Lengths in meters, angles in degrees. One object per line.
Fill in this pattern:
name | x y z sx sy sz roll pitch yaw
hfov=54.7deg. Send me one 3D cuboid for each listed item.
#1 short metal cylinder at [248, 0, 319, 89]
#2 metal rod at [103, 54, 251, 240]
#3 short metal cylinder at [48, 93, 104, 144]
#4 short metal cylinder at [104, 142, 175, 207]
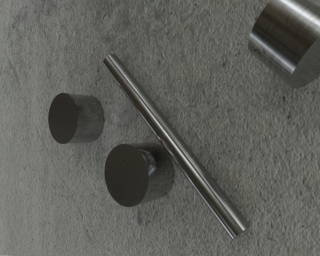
short metal cylinder | 0.125 -0.081 0.266 0.050 0.081 0.080 51 120 27
metal rod | 0.007 0.006 0.399 0.025 0.025 0.300 -52 60 27
short metal cylinder | -0.136 -0.015 0.501 0.080 0.050 0.080 0 90 40
short metal cylinder | -0.028 0.060 0.412 0.080 0.050 0.080 0 90 40
